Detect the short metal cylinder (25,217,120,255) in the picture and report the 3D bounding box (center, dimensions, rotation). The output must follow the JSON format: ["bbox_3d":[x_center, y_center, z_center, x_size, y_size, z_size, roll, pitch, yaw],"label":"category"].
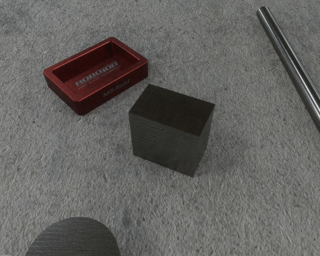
[{"bbox_3d":[-0.074,0.128,0.279,0.081,0.050,0.080,0,50,0],"label":"short metal cylinder"}]

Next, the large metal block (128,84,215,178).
[{"bbox_3d":[0.013,0.004,0.364,0.080,0.080,0.050,19,53,15],"label":"large metal block"}]

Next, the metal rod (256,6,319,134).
[{"bbox_3d":[0.209,-0.106,0.493,0.025,0.025,0.300,-4,50,-3],"label":"metal rod"}]

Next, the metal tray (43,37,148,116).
[{"bbox_3d":[-0.094,-0.083,0.468,0.131,0.030,0.090,-36,59,-26],"label":"metal tray"}]
